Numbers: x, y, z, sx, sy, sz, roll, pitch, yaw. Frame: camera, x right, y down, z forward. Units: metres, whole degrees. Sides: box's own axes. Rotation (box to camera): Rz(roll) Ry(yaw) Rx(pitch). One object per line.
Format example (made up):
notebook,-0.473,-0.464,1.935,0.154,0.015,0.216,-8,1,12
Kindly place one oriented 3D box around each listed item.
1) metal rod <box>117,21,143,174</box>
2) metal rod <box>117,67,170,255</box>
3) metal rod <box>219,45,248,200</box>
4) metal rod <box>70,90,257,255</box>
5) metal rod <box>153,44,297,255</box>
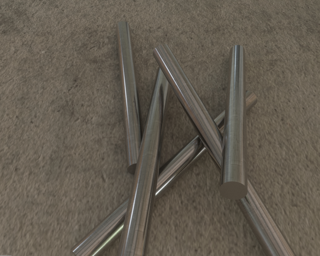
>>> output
metal rod,-0.046,-0.066,0.457,0.025,0.025,0.300,-6,50,-5
metal rod,-0.009,0.015,0.366,0.025,0.025,0.300,5,43,4
metal rod,0.097,-0.034,0.396,0.025,0.025,0.301,10,39,7
metal rod,0.025,0.042,0.368,0.025,0.025,0.302,36,58,26
metal rod,0.061,0.013,0.362,0.025,0.025,0.299,-19,62,-15
